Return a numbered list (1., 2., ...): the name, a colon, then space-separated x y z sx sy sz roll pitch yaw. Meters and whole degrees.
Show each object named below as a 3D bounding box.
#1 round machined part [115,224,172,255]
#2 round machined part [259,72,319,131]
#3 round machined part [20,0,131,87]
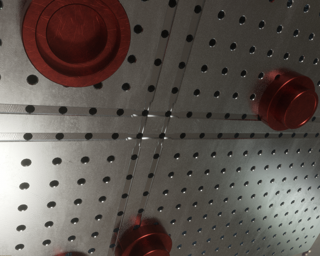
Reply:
1. round machined part: -0.023 0.214 0.523 0.099 0.042 0.097 -14 125 -21
2. round machined part: 0.211 -0.037 0.496 0.099 0.042 0.097 -14 125 -21
3. round machined part: -0.082 -0.092 0.299 0.099 0.042 0.097 -14 124 -21
